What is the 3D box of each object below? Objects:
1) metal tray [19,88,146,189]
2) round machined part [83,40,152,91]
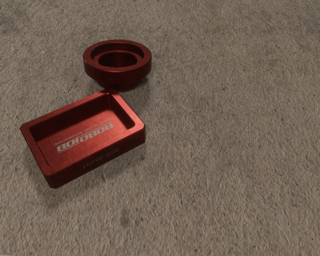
[{"bbox_3d":[-0.095,0.007,0.392,0.131,0.030,0.090,-27,55,-22],"label":"metal tray"},{"bbox_3d":[-0.062,-0.091,0.461,0.099,0.042,0.098,2,41,-2],"label":"round machined part"}]
